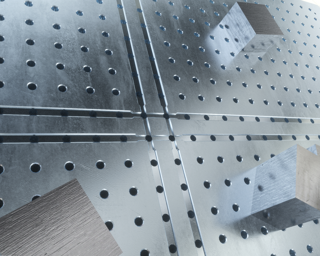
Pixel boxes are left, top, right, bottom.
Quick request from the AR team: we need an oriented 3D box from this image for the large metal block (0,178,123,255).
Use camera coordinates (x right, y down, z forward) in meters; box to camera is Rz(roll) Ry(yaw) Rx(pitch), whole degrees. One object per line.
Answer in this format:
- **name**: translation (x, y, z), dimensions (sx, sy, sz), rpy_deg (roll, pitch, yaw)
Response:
- **large metal block**: translation (-0.095, 0.105, 0.277), dimensions (0.081, 0.050, 0.080), rpy_deg (-27, 77, -37)

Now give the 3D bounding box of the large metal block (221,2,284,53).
- **large metal block**: translation (0.181, -0.196, 0.608), dimensions (0.081, 0.050, 0.080), rpy_deg (-9, 67, -32)

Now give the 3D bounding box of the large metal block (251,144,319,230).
- **large metal block**: translation (0.172, 0.081, 0.416), dimensions (0.050, 0.080, 0.080), rpy_deg (29, 52, -10)

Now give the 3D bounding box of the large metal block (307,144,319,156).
- **large metal block**: translation (0.257, 0.082, 0.479), dimensions (0.080, 0.050, 0.080), rpy_deg (21, 54, -16)
